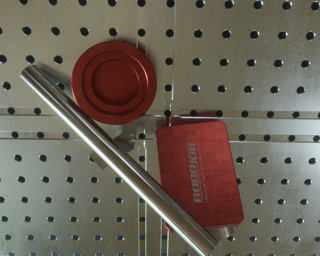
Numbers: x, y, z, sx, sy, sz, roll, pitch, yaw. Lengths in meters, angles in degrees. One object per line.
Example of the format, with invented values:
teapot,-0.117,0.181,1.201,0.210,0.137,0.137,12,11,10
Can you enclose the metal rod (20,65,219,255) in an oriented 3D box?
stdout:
metal rod,-0.055,0.030,0.359,0.300,0.025,0.025,42,106,11

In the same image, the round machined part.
round machined part,-0.054,-0.056,0.379,0.099,0.042,0.097,-2,105,-5

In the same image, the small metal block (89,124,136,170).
small metal block,-0.060,0.021,0.407,0.050,0.050,0.025,-34,107,11

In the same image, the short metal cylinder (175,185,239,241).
short metal cylinder,0.065,0.109,0.425,0.080,0.080,0.050,-16,110,5

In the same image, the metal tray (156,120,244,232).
metal tray,0.046,0.059,0.389,0.091,0.130,0.030,-6,155,2
